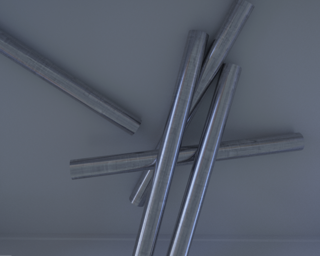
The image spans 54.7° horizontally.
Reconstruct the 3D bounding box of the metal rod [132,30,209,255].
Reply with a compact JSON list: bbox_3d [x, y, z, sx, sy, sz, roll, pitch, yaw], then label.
[{"bbox_3d":[0.010,0.032,0.371,0.025,0.025,0.298,14,90,-5],"label":"metal rod"}]

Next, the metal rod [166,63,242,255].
[{"bbox_3d":[0.046,0.066,0.374,0.025,0.025,0.299,17,86,-6],"label":"metal rod"}]

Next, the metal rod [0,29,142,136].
[{"bbox_3d":[-0.154,-0.080,0.380,0.301,0.025,0.025,33,107,-12],"label":"metal rod"}]

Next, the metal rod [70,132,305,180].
[{"bbox_3d":[0.040,0.035,0.401,0.302,0.025,0.025,-6,110,-7],"label":"metal rod"}]

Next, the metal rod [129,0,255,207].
[{"bbox_3d":[0.032,-0.020,0.404,0.025,0.025,0.298,25,108,-9],"label":"metal rod"}]
